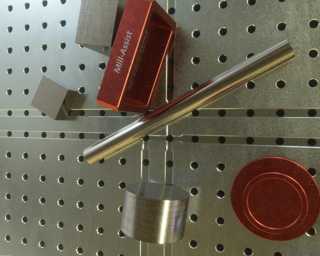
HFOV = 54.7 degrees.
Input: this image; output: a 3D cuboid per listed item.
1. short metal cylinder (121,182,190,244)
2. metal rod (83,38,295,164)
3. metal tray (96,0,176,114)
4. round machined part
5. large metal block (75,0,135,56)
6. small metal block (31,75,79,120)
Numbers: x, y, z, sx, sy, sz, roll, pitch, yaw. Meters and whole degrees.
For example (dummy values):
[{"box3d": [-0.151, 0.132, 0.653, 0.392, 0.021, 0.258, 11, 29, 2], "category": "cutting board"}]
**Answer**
[{"box3d": [-0.006, 0.102, 0.385, 0.080, 0.080, 0.050, 8, 93, 20], "category": "short metal cylinder"}, {"box3d": [0.024, -0.026, 0.403, 0.300, 0.025, 0.025, -28, 81, 17], "category": "metal rod"}, {"box3d": [-0.026, -0.085, 0.387, 0.030, 0.090, 0.129, 21, 97, 19], "category": "metal tray"}, {"box3d": [0.131, 0.082, 0.357, 0.098, 0.042, 0.097, 0, 90, 20], "category": "round machined part"}, {"box3d": [-0.060, -0.139, 0.404, 0.050, 0.080, 0.080, 11, 94, 20], "category": "large metal block"}, {"box3d": [-0.160, -0.045, 0.469, 0.050, 0.025, 0.050, 30, 100, 17], "category": "small metal block"}]
